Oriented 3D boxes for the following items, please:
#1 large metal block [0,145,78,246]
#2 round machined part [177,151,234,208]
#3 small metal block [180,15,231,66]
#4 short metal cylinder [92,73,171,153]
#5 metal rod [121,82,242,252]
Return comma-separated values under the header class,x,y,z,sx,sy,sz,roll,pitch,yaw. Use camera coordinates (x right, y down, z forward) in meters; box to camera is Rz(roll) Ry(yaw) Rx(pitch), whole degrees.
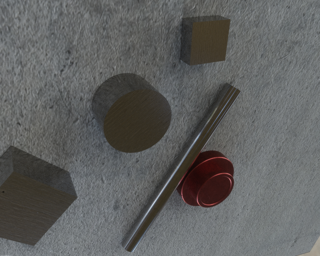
class,x,y,z,sx,sy,sz,roll,pitch,yaw
large metal block,-0.157,0.079,0.354,0.080,0.050,0.080,-48,129,5
round machined part,0.078,0.088,0.495,0.099,0.042,0.097,-14,125,-21
small metal block,0.053,-0.106,0.372,0.050,0.025,0.050,-13,124,-22
short metal cylinder,-0.034,-0.018,0.362,0.081,0.050,0.079,-14,125,-21
metal rod,0.026,0.066,0.463,0.025,0.025,0.299,22,107,-37
